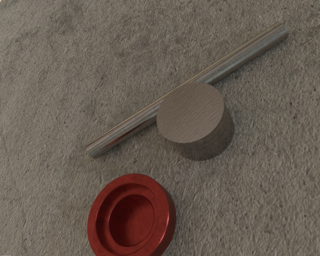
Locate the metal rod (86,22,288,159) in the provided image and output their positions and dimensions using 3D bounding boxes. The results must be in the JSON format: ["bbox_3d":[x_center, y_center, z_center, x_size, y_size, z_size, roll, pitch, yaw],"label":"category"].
[{"bbox_3d":[0.031,-0.046,0.414,0.300,0.025,0.025,-32,52,6],"label":"metal rod"}]

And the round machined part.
[{"bbox_3d":[-0.027,0.103,0.343,0.098,0.042,0.098,-13,56,20],"label":"round machined part"}]

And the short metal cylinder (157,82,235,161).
[{"bbox_3d":[0.043,-0.007,0.369,0.080,0.050,0.080,-13,56,20],"label":"short metal cylinder"}]
